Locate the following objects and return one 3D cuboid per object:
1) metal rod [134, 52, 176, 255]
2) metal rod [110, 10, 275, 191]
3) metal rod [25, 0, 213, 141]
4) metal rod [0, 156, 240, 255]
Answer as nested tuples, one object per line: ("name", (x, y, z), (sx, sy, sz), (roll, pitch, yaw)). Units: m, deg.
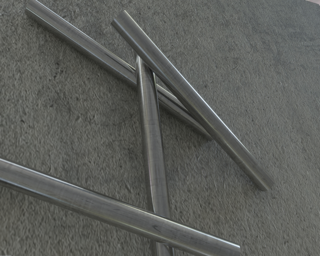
("metal rod", (-0.007, 0.031, 0.361), (0.025, 0.025, 0.299), (5, 65, -26))
("metal rod", (0.050, -0.026, 0.404), (0.300, 0.025, 0.025), (47, 50, -13))
("metal rod", (-0.046, -0.075, 0.424), (0.301, 0.025, 0.025), (34, 51, -6))
("metal rod", (-0.065, 0.073, 0.298), (0.302, 0.025, 0.025), (22, 53, -5))
